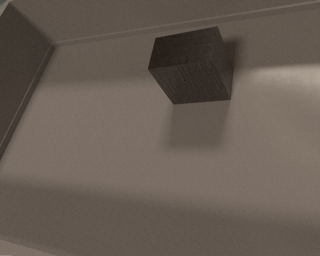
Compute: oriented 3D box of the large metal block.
[{"bbox_3d":[0.042,-0.075,0.393,0.080,0.080,0.050,-3,61,26],"label":"large metal block"}]
